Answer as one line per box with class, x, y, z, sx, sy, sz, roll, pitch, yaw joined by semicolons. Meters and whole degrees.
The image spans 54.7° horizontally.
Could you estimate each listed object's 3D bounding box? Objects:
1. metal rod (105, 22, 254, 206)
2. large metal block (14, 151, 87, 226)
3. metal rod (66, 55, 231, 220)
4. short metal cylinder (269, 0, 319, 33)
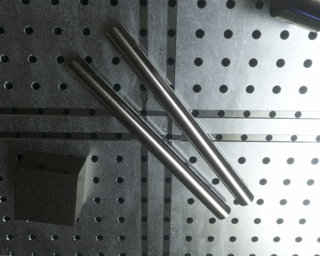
metal rod;0.035;-0.007;0.411;0.025;0.025;0.300;-36;107;12
large metal block;-0.150;0.083;0.429;0.081;0.050;0.079;8;110;-3
metal rod;-0.006;0.022;0.421;0.025;0.025;0.300;-41;106;13
short metal cylinder;0.161;-0.150;0.330;0.050;0.080;0.079;18;109;-7
